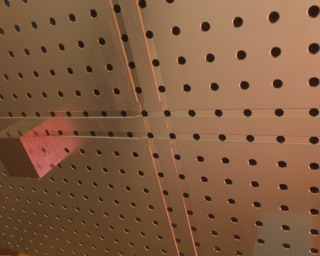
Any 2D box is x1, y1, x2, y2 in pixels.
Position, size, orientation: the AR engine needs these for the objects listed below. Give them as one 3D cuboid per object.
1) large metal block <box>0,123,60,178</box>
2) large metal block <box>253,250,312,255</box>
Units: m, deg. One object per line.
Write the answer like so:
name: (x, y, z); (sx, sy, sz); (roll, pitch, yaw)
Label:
large metal block: (-0.237, 0.040, 0.546); (0.080, 0.050, 0.080); (-2, 117, 29)
large metal block: (0.167, 0.220, 0.424); (0.080, 0.080, 0.050); (-9, 114, 32)
